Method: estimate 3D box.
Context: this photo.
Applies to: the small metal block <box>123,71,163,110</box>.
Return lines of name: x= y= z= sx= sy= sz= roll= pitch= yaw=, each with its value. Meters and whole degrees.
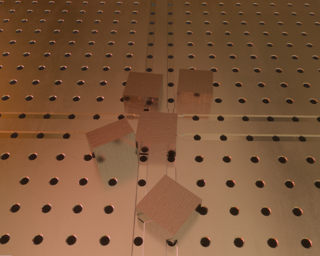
small metal block: x=-0.024 y=-0.055 z=0.454 sx=0.050 sy=0.025 sz=0.050 roll=6 pitch=50 yaw=5

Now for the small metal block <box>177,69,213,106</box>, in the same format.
small metal block: x=0.052 y=-0.060 z=0.459 sx=0.050 sy=0.025 sz=0.050 roll=5 pitch=50 yaw=4

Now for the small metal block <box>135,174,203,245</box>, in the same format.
small metal block: x=0.010 y=0.087 z=0.335 sx=0.050 sy=0.025 sz=0.050 roll=32 pitch=57 yaw=24

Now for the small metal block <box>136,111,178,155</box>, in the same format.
small metal block: x=-0.004 y=0.006 z=0.403 sx=0.050 sy=0.025 sz=0.050 roll=4 pitch=50 yaw=3

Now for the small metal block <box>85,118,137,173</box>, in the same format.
small metal block: x=-0.057 y=0.021 z=0.374 sx=0.050 sy=0.050 sz=0.025 roll=-23 pitch=54 yaw=-18
